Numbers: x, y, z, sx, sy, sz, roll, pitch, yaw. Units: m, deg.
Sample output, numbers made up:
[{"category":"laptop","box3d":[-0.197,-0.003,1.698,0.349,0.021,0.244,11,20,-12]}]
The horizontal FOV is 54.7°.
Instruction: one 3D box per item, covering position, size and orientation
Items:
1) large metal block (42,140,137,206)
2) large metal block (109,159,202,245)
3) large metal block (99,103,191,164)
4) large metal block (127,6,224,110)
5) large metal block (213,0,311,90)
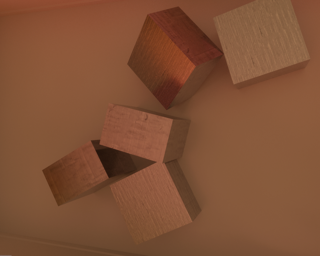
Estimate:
[{"category":"large metal block","box3d":[-0.090,0.055,0.412,0.080,0.080,0.050,-30,80,17]},{"category":"large metal block","box3d":[-0.005,0.091,0.398,0.080,0.050,0.080,-28,81,17]},{"category":"large metal block","box3d":[-0.015,0.005,0.386,0.080,0.080,0.050,15,95,19]},{"category":"large metal block","box3d":[0.015,-0.082,0.371,0.080,0.050,0.080,50,143,12]},{"category":"large metal block","box3d":[0.115,-0.098,0.356,0.080,0.050,0.080,-17,84,18]}]
